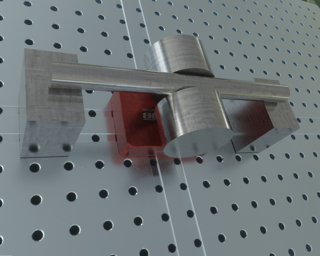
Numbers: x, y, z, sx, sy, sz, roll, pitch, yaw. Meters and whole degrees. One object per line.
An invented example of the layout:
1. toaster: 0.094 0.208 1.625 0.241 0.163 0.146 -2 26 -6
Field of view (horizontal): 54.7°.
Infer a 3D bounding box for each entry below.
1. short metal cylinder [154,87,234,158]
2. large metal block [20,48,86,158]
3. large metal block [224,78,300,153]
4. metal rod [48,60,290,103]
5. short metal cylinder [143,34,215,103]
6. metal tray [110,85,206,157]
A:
1. short metal cylinder: 0.038 -0.004 0.357 0.081 0.080 0.050 1 62 -28
2. large metal block: -0.116 -0.023 0.322 0.050 0.080 0.080 1 62 -28
3. large metal block: 0.144 -0.017 0.459 0.050 0.080 0.080 1 62 -28
4. metal rod: 0.034 -0.048 0.352 0.303 0.025 0.025 0 62 -28
5. short metal cylinder: 0.023 -0.071 0.390 0.081 0.080 0.050 1 62 -28
6. metal tray: 0.006 -0.010 0.414 0.131 0.030 0.090 1 61 -28
